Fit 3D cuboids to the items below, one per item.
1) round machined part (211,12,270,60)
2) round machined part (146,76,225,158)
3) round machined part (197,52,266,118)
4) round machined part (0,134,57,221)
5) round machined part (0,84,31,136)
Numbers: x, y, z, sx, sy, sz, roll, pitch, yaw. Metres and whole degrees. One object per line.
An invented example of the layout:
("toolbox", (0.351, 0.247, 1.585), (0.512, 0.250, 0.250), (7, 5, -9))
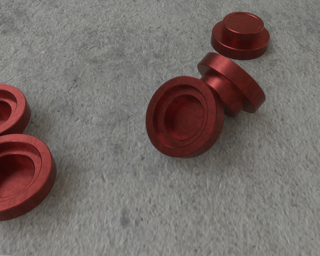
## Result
("round machined part", (0.139, -0.163, 0.531), (0.099, 0.042, 0.098), (0, 50, 0))
("round machined part", (0.034, -0.011, 0.380), (0.098, 0.042, 0.098), (-7, 77, 34))
("round machined part", (0.086, -0.051, 0.408), (0.098, 0.098, 0.042), (41, 90, 29))
("round machined part", (-0.164, 0.057, 0.342), (0.099, 0.042, 0.098), (0, 50, 0))
("round machined part", (-0.216, -0.009, 0.397), (0.099, 0.042, 0.098), (0, 50, 0))
